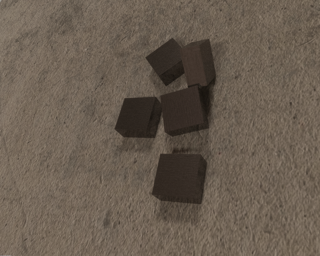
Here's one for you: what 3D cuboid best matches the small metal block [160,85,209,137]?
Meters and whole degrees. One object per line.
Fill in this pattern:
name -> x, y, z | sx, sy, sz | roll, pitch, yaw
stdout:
small metal block -> 0.031, -0.021, 0.392 | 0.050, 0.025, 0.050 | -14, 70, 20

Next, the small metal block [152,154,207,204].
small metal block -> 0.023, 0.058, 0.355 | 0.050, 0.025, 0.050 | -2, 61, 27

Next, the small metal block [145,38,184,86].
small metal block -> 0.014, -0.097, 0.455 | 0.050, 0.025, 0.050 | -35, 51, 4

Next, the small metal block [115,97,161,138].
small metal block -> -0.028, -0.014, 0.426 | 0.050, 0.025, 0.050 | 0, 62, 28

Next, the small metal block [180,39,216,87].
small metal block -> 0.050, -0.084, 0.399 | 0.025, 0.050, 0.050 | -5, 21, 25
